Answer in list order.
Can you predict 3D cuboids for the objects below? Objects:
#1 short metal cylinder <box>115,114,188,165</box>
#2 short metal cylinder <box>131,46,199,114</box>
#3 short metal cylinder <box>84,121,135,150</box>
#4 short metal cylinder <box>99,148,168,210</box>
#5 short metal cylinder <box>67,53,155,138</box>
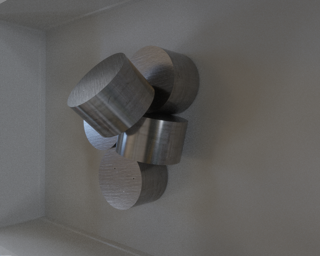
[{"bbox_3d":[-0.010,0.008,0.376,0.080,0.081,0.050,17,101,38],"label":"short metal cylinder"},{"bbox_3d":[0.001,-0.057,0.386,0.080,0.050,0.079,0,90,39],"label":"short metal cylinder"},{"bbox_3d":[-0.062,-0.010,0.437,0.080,0.050,0.079,0,90,39],"label":"short metal cylinder"},{"bbox_3d":[-0.037,0.064,0.416,0.080,0.050,0.079,0,90,39],"label":"short metal cylinder"},{"bbox_3d":[-0.053,-0.036,0.339,0.080,0.050,0.080,-29,33,21],"label":"short metal cylinder"}]
